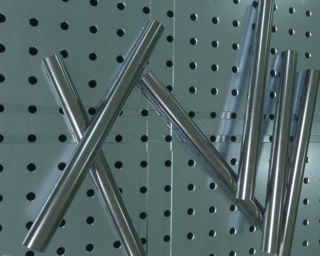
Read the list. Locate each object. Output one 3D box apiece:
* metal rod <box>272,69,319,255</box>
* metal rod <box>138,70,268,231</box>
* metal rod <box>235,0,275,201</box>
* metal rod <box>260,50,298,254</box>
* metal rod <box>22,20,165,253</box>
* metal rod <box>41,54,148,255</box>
[{"bbox_3d":[0.218,0.054,0.492,0.025,0.025,0.299,13,86,-20],"label":"metal rod"},{"bbox_3d":[0.074,0.043,0.439,0.025,0.025,0.300,-44,104,-15],"label":"metal rod"},{"bbox_3d":[0.139,-0.048,0.448,0.025,0.025,0.299,12,81,-20],"label":"metal rod"},{"bbox_3d":[0.179,0.029,0.462,0.025,0.025,0.299,13,80,-20],"label":"metal rod"},{"bbox_3d":[-0.067,-0.006,0.364,0.025,0.025,0.300,32,71,-17],"label":"metal rod"},{"bbox_3d":[-0.073,0.056,0.385,0.025,0.025,0.299,-24,98,-18],"label":"metal rod"}]
